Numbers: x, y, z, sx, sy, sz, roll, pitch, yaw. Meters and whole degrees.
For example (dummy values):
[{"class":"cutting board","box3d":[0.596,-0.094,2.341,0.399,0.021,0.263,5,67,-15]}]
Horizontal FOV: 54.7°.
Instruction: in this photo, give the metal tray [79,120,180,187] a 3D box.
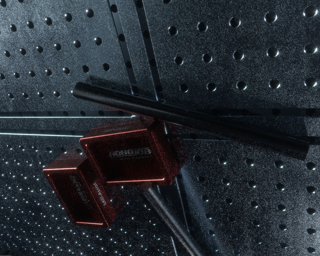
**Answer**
[{"class":"metal tray","box3d":[-0.046,0.040,0.455,0.130,0.030,0.090,-9,114,31]}]

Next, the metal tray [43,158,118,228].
[{"class":"metal tray","box3d":[-0.141,0.118,0.552,0.090,0.030,0.129,-7,115,31]}]

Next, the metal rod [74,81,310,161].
[{"class":"metal rod","box3d":[0.024,-0.015,0.388,0.301,0.025,0.025,16,125,18]}]

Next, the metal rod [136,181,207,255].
[{"class":"metal rod","box3d":[0.057,0.199,0.482,0.025,0.025,0.299,-19,115,35]}]
